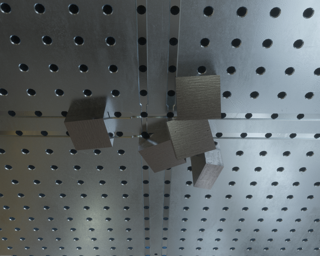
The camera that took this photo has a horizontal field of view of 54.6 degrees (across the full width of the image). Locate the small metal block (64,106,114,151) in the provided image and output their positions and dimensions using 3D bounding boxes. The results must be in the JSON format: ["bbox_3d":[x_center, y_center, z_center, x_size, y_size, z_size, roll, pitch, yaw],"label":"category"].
[{"bbox_3d":[-0.092,0.001,0.412,0.050,0.025,0.050,-6,130,5],"label":"small metal block"}]

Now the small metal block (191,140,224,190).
[{"bbox_3d":[0.066,0.050,0.438,0.025,0.050,0.050,12,129,-10],"label":"small metal block"}]

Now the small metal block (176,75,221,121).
[{"bbox_3d":[0.045,-0.036,0.366,0.050,0.025,0.050,-3,98,2],"label":"small metal block"}]

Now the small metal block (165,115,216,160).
[{"bbox_3d":[0.038,0.009,0.397,0.050,0.025,0.050,-16,93,-3],"label":"small metal block"}]

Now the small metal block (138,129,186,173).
[{"bbox_3d":[0.004,0.032,0.439,0.050,0.025,0.050,-20,127,16],"label":"small metal block"}]
